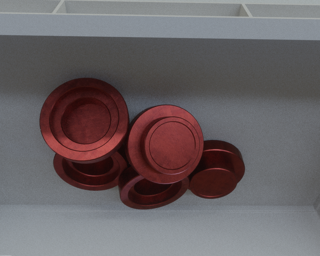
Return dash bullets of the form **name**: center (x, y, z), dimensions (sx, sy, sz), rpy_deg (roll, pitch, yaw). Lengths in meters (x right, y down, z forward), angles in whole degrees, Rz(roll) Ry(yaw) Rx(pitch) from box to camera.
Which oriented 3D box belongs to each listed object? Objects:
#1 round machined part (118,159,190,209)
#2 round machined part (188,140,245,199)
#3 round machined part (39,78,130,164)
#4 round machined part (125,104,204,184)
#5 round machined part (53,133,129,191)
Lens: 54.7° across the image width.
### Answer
- **round machined part**: center (-0.011, 0.072, 0.442), dimensions (0.099, 0.042, 0.097), rpy_deg (-10, 137, -9)
- **round machined part**: center (0.075, 0.067, 0.453), dimensions (0.099, 0.042, 0.097), rpy_deg (-1, 130, 0)
- **round machined part**: center (-0.085, -0.006, 0.366), dimensions (0.099, 0.098, 0.042), rpy_deg (2, 166, -2)
- **round machined part**: center (0.009, 0.020, 0.377), dimensions (0.099, 0.042, 0.097), rpy_deg (0, 91, -17)
- **round machined part**: center (-0.092, 0.040, 0.427), dimensions (0.099, 0.042, 0.097), rpy_deg (-1, 130, 0)
